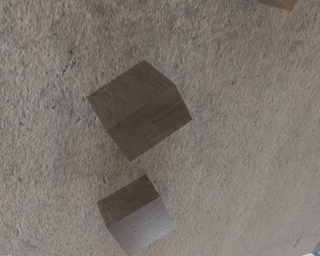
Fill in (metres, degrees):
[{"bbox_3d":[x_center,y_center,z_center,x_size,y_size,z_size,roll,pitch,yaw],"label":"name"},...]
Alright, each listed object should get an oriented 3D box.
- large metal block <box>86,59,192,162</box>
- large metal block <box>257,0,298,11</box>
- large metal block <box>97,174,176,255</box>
[{"bbox_3d":[-0.025,-0.022,0.344,0.080,0.080,0.050,-35,129,-6],"label":"large metal block"},{"bbox_3d":[0.127,-0.189,0.343,0.081,0.050,0.080,15,111,-35],"label":"large metal block"},{"bbox_3d":[-0.033,0.128,0.452,0.080,0.050,0.080,-29,129,-10],"label":"large metal block"}]
